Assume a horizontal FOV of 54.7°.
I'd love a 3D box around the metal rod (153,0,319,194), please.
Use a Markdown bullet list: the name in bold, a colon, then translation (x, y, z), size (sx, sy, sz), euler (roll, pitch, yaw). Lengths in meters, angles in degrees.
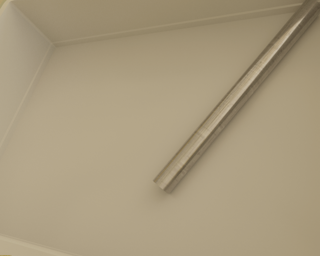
- **metal rod**: translation (0.098, -0.043, 0.379), size (0.300, 0.025, 0.025), euler (-49, 52, -7)
